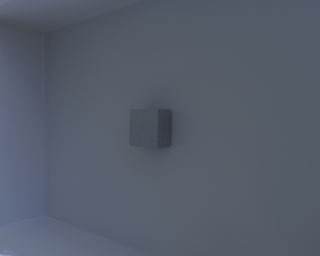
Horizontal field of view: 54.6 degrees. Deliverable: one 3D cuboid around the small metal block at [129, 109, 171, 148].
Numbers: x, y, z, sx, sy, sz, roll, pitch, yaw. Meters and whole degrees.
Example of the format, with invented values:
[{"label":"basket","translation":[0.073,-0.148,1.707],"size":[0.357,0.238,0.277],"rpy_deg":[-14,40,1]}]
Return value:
[{"label":"small metal block","translation":[-0.014,0.000,0.415],"size":[0.050,0.025,0.050],"rpy_deg":[2,92,40]}]
